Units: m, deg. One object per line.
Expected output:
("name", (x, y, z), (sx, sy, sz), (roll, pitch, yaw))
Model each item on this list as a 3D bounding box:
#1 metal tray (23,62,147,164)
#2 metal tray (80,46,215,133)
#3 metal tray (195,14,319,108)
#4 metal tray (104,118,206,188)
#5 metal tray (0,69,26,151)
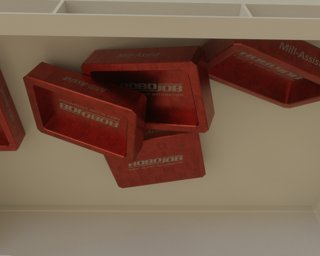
("metal tray", (-0.084, -0.015, 0.357), (0.131, 0.030, 0.089), (18, 138, 9))
("metal tray", (-0.012, -0.041, 0.341), (0.130, 0.030, 0.090), (4, 134, 24))
("metal tray", (0.113, -0.061, 0.321), (0.131, 0.030, 0.090), (18, 168, -16))
("metal tray", (-0.006, 0.038, 0.439), (0.131, 0.030, 0.090), (-9, 130, 7))
("metal tray", (-0.232, -0.027, 0.378), (0.091, 0.030, 0.129), (-1, 130, 0))
